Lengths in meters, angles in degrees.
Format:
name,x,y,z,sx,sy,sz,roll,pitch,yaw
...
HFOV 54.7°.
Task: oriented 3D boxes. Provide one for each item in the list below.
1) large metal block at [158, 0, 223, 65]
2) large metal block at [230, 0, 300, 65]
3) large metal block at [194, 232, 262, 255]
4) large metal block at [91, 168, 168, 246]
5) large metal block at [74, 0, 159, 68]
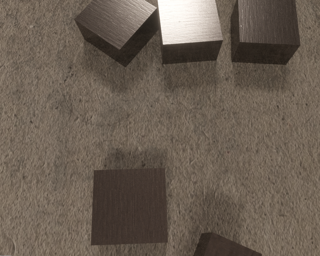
name,x,y,z,sx,sy,sz,roll,pitch,yaw
large metal block,0.040,-0.143,0.448,0.081,0.050,0.080,-5,70,-3
large metal block,0.149,-0.141,0.448,0.081,0.050,0.080,3,70,1
large metal block,0.058,0.158,0.322,0.050,0.080,0.080,22,72,7
large metal block,-0.033,0.092,0.361,0.081,0.050,0.080,-2,70,-1
large metal block,-0.059,-0.149,0.445,0.080,0.050,0.080,36,78,12
